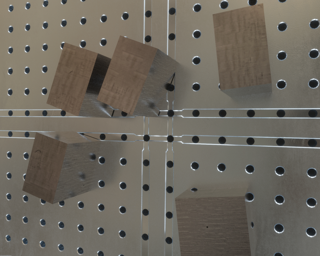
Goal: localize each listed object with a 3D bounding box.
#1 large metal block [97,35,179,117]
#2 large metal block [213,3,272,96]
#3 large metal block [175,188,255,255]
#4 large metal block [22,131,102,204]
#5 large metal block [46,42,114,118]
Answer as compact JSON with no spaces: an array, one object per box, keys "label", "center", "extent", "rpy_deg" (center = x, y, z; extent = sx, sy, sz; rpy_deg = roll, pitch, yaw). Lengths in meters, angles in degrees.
[{"label":"large metal block","center":[-0.025,-0.061,0.393],"extent":[0.050,0.080,0.080],"rpy_deg":[24,98,18]},{"label":"large metal block","center":[0.096,-0.081,0.350],"extent":[0.050,0.080,0.080],"rpy_deg":[-6,88,20]},{"label":"large metal block","center":[0.068,0.119,0.376],"extent":[0.080,0.050,0.080],"rpy_deg":[-7,88,20]},{"label":"large metal block","center":[-0.133,0.050,0.431],"extent":[0.050,0.080,0.080],"rpy_deg":[17,96,19]},{"label":"large metal block","center":[-0.095,-0.060,0.417],"extent":[0.050,0.080,0.080],"rpy_deg":[21,97,19]}]
